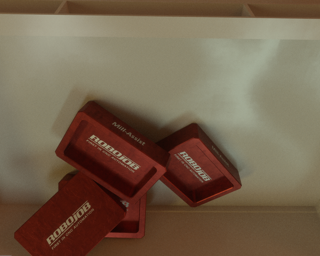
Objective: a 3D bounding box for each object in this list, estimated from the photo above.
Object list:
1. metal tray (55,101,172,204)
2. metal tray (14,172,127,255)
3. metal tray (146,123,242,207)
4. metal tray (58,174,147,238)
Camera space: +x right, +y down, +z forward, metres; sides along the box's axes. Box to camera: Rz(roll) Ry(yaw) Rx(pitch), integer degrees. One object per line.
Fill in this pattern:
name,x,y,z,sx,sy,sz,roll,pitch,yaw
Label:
metal tray,-0.063,0.036,0.411,0.130,0.030,0.090,35,123,-6
metal tray,-0.123,0.133,0.438,0.130,0.030,0.090,-44,90,-4
metal tray,0.050,0.060,0.457,0.090,0.030,0.130,-30,125,22
metal tray,-0.087,0.121,0.479,0.131,0.030,0.089,3,99,-3
